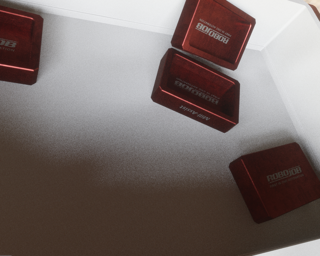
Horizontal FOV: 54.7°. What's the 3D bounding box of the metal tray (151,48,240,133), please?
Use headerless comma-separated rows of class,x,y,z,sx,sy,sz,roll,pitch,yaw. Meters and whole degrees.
metal tray,0.058,-0.057,0.470,0.131,0.030,0.090,23,53,-15

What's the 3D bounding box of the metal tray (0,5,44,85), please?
metal tray,-0.207,-0.103,0.353,0.131,0.030,0.090,7,59,-25

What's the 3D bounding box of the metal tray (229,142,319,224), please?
metal tray,0.173,0.075,0.452,0.131,0.030,0.090,-9,66,-32

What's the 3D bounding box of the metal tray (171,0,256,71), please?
metal tray,0.087,-0.151,0.488,0.131,0.089,0.030,10,16,-40
